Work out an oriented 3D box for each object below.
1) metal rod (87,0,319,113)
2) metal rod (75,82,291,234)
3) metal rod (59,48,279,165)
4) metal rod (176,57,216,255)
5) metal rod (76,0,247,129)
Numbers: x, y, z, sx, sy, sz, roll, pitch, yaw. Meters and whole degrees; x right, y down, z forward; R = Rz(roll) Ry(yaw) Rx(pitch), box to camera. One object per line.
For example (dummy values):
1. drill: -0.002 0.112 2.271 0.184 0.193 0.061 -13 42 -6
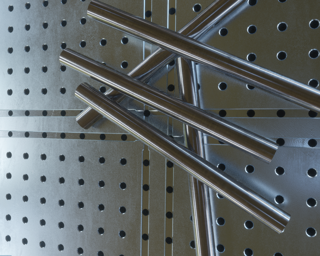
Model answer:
1. metal rod: 0.048 -0.091 0.373 0.301 0.025 0.025 25 98 10
2. metal rod: 0.014 0.027 0.380 0.300 0.025 0.025 33 101 17
3. metal rod: -0.003 -0.035 0.386 0.300 0.025 0.025 27 99 18
4. metal rod: 0.048 0.059 0.395 0.025 0.025 0.298 -6 88 20
5. metal rod: 0.002 -0.094 0.412 0.300 0.025 0.025 -37 78 16
